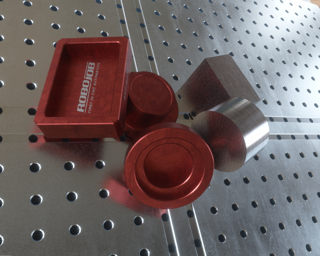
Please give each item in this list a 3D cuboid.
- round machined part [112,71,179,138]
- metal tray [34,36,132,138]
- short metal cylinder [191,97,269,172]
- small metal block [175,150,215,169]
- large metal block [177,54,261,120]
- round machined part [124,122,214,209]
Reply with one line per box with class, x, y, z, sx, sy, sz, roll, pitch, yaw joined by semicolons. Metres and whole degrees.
round machined part;-0.019;-0.036;0.409;0.099;0.042;0.098;14;56;-21
metal tray;-0.084;-0.051;0.365;0.091;0.030;0.130;0;58;4
short metal cylinder;0.085;0.007;0.382;0.050;0.080;0.080;-28;78;-37
small metal block;0.047;0.042;0.408;0.050;0.025;0.050;-33;80;-38
large metal block;0.081;-0.046;0.445;0.050;0.080;0.080;-18;71;-35
round machined part;0.009;0.039;0.355;0.099;0.097;0.042;24;14;-14
